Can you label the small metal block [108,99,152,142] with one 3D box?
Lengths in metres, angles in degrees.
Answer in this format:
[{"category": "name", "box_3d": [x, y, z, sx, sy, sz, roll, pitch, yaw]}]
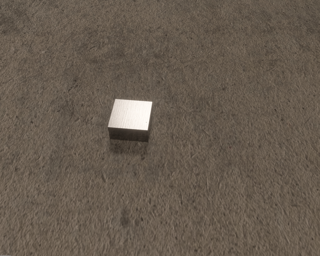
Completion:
[{"category": "small metal block", "box_3d": [-0.038, -0.010, 0.411, 0.050, 0.025, 0.050, 5, 50, 3]}]
